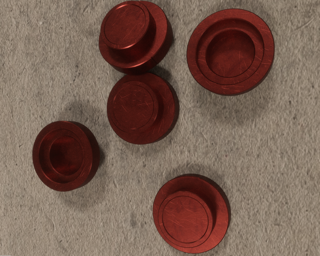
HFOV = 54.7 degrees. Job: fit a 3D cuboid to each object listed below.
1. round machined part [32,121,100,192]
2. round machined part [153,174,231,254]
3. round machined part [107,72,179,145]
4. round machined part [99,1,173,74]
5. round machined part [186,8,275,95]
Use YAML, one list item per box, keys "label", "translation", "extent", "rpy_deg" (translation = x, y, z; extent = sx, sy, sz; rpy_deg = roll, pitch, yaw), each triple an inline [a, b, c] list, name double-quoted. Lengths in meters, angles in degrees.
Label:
- label: "round machined part"
  translation: [-0.129, 0.039, 0.444]
  extent: [0.098, 0.042, 0.097]
  rpy_deg: [0, 90, 19]
- label: "round machined part"
  translation: [0.036, 0.109, 0.387]
  extent: [0.098, 0.042, 0.097]
  rpy_deg: [0, 90, 19]
- label: "round machined part"
  translation: [-0.027, -0.026, 0.409]
  extent: [0.098, 0.042, 0.097]
  rpy_deg: [0, 90, 19]
- label: "round machined part"
  translation: [-0.037, -0.122, 0.399]
  extent: [0.098, 0.042, 0.098]
  rpy_deg: [-6, 73, 19]
- label: "round machined part"
  translation: [0.085, -0.087, 0.370]
  extent: [0.098, 0.042, 0.097]
  rpy_deg: [0, 90, 19]
